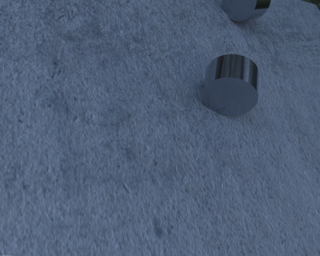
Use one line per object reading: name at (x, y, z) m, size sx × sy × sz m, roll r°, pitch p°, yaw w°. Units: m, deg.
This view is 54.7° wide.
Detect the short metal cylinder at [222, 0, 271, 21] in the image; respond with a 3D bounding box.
short metal cylinder at (0.174, -0.259, 0.623) m, size 0.050 × 0.080 × 0.080 m, roll -23°, pitch 74°, yaw -36°

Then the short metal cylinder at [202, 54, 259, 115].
short metal cylinder at (0.107, -0.064, 0.467) m, size 0.080 × 0.080 × 0.050 m, roll 25°, pitch 53°, yaw -14°
